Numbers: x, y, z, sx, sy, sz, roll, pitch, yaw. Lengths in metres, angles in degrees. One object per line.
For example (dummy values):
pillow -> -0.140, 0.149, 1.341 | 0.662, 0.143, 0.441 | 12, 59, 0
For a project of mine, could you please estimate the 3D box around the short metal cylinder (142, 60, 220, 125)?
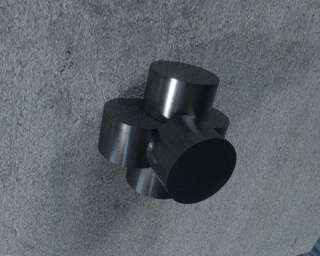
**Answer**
short metal cylinder -> 0.024, -0.042, 0.361 | 0.081, 0.080, 0.050 | -2, 119, -28

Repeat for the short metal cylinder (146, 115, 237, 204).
short metal cylinder -> 0.032, 0.033, 0.327 | 0.081, 0.050, 0.079 | -14, 125, -21

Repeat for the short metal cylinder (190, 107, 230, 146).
short metal cylinder -> 0.043, 0.003, 0.400 | 0.081, 0.080, 0.050 | -1, 119, -29

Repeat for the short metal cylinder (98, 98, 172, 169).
short metal cylinder -> -0.028, 0.004, 0.361 | 0.081, 0.080, 0.050 | -1, 119, -28

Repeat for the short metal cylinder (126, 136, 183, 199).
short metal cylinder -> 0.000, 0.047, 0.403 | 0.081, 0.080, 0.050 | 0, 119, -29
